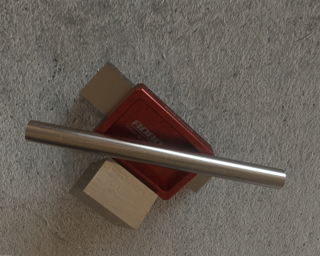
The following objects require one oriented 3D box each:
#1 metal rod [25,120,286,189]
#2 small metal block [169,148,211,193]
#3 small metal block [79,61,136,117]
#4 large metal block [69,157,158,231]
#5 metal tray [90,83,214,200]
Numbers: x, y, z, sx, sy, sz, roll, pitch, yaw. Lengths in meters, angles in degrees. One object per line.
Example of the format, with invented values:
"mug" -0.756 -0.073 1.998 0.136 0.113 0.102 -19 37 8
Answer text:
"metal rod" -0.001 0.033 0.364 0.302 0.025 0.025 11 110 -5
"small metal block" 0.046 0.054 0.431 0.050 0.025 0.050 37 106 -13
"small metal block" -0.064 -0.048 0.392 0.050 0.025 0.050 43 104 -15
"large metal block" -0.063 0.086 0.403 0.080 0.080 0.050 41 63 -14
"metal tray" -0.008 0.020 0.388 0.130 0.030 0.090 42 104 -14
